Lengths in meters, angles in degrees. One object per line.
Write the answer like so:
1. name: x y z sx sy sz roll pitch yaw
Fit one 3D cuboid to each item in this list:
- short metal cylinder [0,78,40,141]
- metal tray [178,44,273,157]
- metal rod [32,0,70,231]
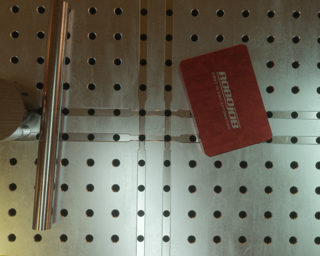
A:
1. short metal cylinder: -0.205 -0.023 0.398 0.081 0.050 0.079 0 90 -1
2. metal tray: 0.085 -0.036 0.412 0.091 0.030 0.129 -16 90 -1
3. metal rod: -0.145 -0.017 0.411 0.025 0.025 0.298 5 90 -1
